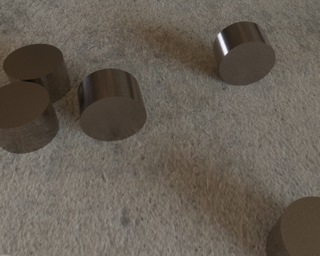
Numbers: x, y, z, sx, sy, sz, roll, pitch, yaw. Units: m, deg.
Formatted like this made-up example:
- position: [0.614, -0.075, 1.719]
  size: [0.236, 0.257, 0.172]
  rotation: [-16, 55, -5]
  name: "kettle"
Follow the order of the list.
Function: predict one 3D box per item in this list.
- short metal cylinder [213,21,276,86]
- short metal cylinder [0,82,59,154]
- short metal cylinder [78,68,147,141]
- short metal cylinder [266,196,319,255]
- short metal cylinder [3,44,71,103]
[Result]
- position: [0.124, -0.110, 0.461]
  size: [0.081, 0.080, 0.050]
  rotation: [-3, 50, -3]
  name: "short metal cylinder"
- position: [-0.176, -0.014, 0.396]
  size: [0.081, 0.050, 0.080]
  rotation: [0, 50, 0]
  name: "short metal cylinder"
- position: [-0.061, -0.028, 0.390]
  size: [0.081, 0.080, 0.050]
  rotation: [-10, 51, -9]
  name: "short metal cylinder"
- position: [0.148, 0.113, 0.294]
  size: [0.081, 0.050, 0.080]
  rotation: [0, 50, 0]
  name: "short metal cylinder"
- position: [-0.176, -0.078, 0.450]
  size: [0.081, 0.050, 0.080]
  rotation: [0, 50, 0]
  name: "short metal cylinder"
